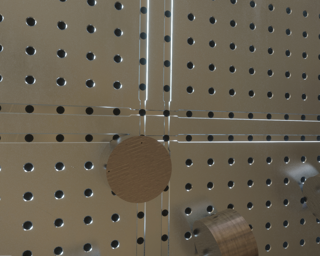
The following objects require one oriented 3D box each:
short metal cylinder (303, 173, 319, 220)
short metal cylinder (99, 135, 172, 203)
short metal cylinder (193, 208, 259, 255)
[{"bbox_3d":[0.276,0.107,0.488,0.050,0.080,0.080,-16,96,-20],"label":"short metal cylinder"},{"bbox_3d":[-0.032,0.049,0.389,0.081,0.050,0.079,0,90,-21],"label":"short metal cylinder"},{"bbox_3d":[0.086,0.155,0.417,0.050,0.080,0.080,-14,95,-20],"label":"short metal cylinder"}]
